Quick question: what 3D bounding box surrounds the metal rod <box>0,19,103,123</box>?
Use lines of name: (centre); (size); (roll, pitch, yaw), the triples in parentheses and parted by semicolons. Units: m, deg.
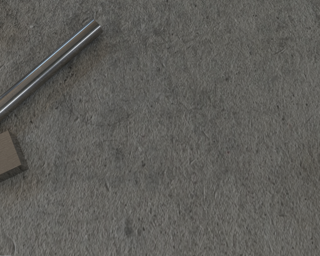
metal rod: (-0.194, -0.047, 0.422); (0.025, 0.025, 0.301); (40, 74, 13)

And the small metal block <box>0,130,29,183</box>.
small metal block: (-0.203, 0.039, 0.391); (0.050, 0.025, 0.050); (-26, 72, -10)
